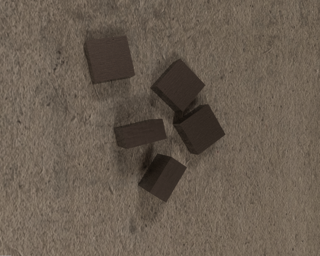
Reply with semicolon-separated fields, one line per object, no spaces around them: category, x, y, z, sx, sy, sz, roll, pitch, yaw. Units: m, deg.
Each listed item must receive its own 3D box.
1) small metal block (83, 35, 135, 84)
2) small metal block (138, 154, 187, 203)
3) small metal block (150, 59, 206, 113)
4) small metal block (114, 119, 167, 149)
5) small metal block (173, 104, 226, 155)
small metal block;-0.063;-0.084;0.386;0.050;0.025;0.050;-14;95;-20
small metal block;0.002;0.062;0.398;0.025;0.050;0.050;36;78;-17
small metal block;0.024;-0.056;0.419;0.050;0.025;0.050;44;76;-15
small metal block;-0.026;0.006;0.387;0.050;0.050;0.025;-14;95;-20
small metal block;0.054;0.002;0.430;0.050;0.025;0.050;-35;102;-17
